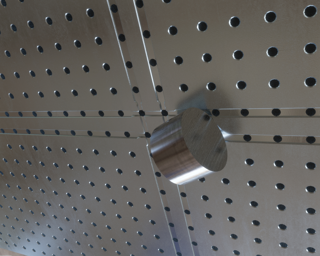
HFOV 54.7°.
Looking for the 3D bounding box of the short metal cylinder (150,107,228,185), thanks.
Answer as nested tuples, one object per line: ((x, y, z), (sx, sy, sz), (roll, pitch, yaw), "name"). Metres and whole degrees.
((0.035, 0.022, 0.370), (0.050, 0.080, 0.080), (-31, 101, 38), "short metal cylinder")
